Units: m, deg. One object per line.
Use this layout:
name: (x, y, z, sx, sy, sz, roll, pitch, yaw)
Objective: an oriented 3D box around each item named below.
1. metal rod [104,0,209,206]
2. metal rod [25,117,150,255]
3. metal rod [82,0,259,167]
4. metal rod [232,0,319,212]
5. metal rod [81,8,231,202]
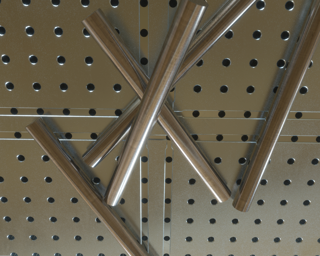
metal rod: (-0.019, -0.005, 0.363, 0.025, 0.025, 0.298, 20, 127, -7)
metal rod: (-0.089, 0.112, 0.453, 0.025, 0.025, 0.299, -30, 108, 10)
metal rod: (0.006, -0.057, 0.392, 0.025, 0.025, 0.299, 42, 105, -14)
metal rod: (0.156, -0.019, 0.407, 0.025, 0.025, 0.298, 13, 110, -5)
metal rod: (0.010, -0.010, 0.386, 0.025, 0.025, 0.300, -32, 116, 11)
